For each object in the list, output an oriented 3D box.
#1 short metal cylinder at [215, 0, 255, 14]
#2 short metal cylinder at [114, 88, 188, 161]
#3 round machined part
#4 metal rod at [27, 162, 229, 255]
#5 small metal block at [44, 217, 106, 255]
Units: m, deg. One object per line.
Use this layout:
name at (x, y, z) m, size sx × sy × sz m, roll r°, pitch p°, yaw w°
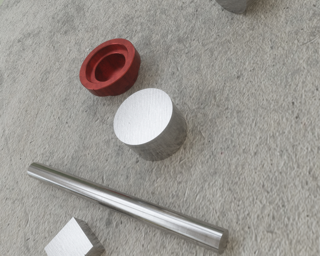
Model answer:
short metal cylinder at (0.109, -0.212, 0.442) m, size 0.050 × 0.080 × 0.080 m, roll -45°, pitch 51°, yaw -3°
short metal cylinder at (-0.011, -0.004, 0.396) m, size 0.080 × 0.050 × 0.080 m, roll -13°, pitch 56°, yaw 21°
round machined part at (-0.073, -0.089, 0.486) m, size 0.098 × 0.042 × 0.098 m, roll -13°, pitch 56°, yaw 21°
metal rod at (-0.062, 0.087, 0.383) m, size 0.300 × 0.025 × 0.025 m, roll 11°, pitch 67°, yaw 32°
small metal block at (-0.102, 0.144, 0.369) m, size 0.050 × 0.025 × 0.050 m, roll -48°, pitch 51°, yaw -6°
